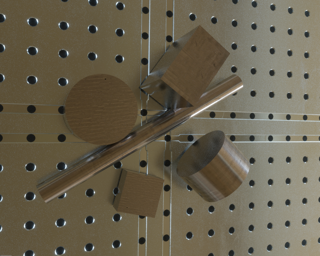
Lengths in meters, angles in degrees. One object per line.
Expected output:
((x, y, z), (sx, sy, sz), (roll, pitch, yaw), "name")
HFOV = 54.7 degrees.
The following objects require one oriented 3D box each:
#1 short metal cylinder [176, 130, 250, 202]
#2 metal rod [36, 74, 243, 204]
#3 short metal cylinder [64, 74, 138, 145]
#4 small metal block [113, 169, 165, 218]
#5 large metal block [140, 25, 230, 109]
((0.068, 0.049, 0.405), (0.050, 0.080, 0.080), (45, 76, -15), "short metal cylinder")
((-0.013, 0.005, 0.405), (0.302, 0.025, 0.025), (-30, 100, -18), "metal rod")
((-0.072, -0.021, 0.369), (0.081, 0.050, 0.079), (0, 90, -20), "short metal cylinder")
((-0.028, 0.084, 0.399), (0.050, 0.025, 0.050), (16, 85, -20), "small metal block")
((0.028, -0.071, 0.390), (0.050, 0.080, 0.080), (38, 78, -16), "large metal block")
